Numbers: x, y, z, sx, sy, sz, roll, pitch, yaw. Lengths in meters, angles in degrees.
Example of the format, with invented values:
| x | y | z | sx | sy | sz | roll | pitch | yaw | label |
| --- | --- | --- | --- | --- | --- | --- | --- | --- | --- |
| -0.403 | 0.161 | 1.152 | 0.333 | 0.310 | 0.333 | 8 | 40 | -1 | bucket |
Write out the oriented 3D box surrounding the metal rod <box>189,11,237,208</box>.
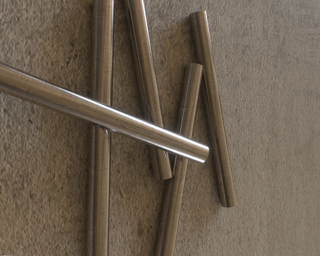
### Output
| x | y | z | sx | sy | sz | roll | pitch | yaw | label |
| --- | --- | --- | --- | --- | --- | --- | --- | --- | --- |
| 0.083 | -0.022 | 0.473 | 0.025 | 0.025 | 0.298 | -18 | 102 | -39 | metal rod |

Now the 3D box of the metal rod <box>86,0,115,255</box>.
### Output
| x | y | z | sx | sy | sz | roll | pitch | yaw | label |
| --- | --- | --- | --- | --- | --- | --- | --- | --- | --- |
| -0.067 | 0.007 | 0.348 | 0.025 | 0.025 | 0.298 | 2 | 89 | -40 | metal rod |

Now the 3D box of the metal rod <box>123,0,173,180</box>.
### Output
| x | y | z | sx | sy | sz | roll | pitch | yaw | label |
| --- | --- | --- | --- | --- | --- | --- | --- | --- | --- |
| -0.020 | -0.081 | 0.387 | 0.025 | 0.025 | 0.298 | -16 | 100 | -39 | metal rod |

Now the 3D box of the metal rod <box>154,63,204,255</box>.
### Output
| x | y | z | sx | sy | sz | roll | pitch | yaw | label |
| --- | --- | --- | --- | --- | --- | --- | --- | --- | --- |
| 0.025 | 0.057 | 0.425 | 0.025 | 0.025 | 0.299 | 16 | 80 | -39 | metal rod |

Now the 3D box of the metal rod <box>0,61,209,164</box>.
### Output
| x | y | z | sx | sy | sz | roll | pitch | yaw | label |
| --- | --- | --- | --- | --- | --- | --- | --- | --- | --- |
| -0.070 | -0.017 | 0.316 | 0.302 | 0.025 | 0.025 | 22 | 76 | -29 | metal rod |
